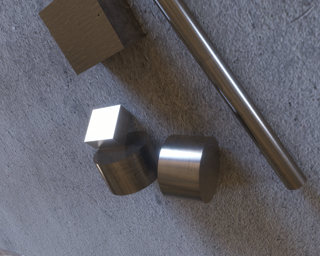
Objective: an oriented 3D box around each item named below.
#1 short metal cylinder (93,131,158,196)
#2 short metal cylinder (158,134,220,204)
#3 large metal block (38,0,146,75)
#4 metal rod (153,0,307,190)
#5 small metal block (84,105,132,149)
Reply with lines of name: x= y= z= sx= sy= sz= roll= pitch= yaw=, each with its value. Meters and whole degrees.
short metal cylinder: x=-0.043 y=0.046 z=0.422 sx=0.080 sy=0.080 sz=0.050 roll=-9 pitch=116 yaw=32
short metal cylinder: x=0.038 y=0.049 z=0.381 sx=0.050 sy=0.080 sz=0.079 roll=3 pitch=120 yaw=27
large metal block: x=-0.077 y=-0.119 z=0.358 sx=0.080 sy=0.050 sz=0.080 roll=-19 pitch=109 yaw=35
metal rod: x=0.069 y=-0.053 z=0.337 sx=0.025 sy=0.025 sz=0.300 roll=-30 pitch=102 yaw=38
small metal block: x=-0.071 y=-0.001 z=0.424 sx=0.050 sy=0.050 sz=0.025 roll=-7 pitch=150 yaw=31
